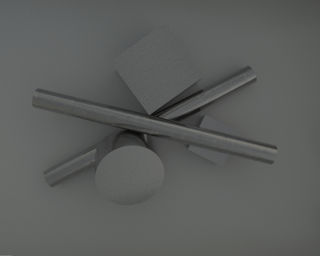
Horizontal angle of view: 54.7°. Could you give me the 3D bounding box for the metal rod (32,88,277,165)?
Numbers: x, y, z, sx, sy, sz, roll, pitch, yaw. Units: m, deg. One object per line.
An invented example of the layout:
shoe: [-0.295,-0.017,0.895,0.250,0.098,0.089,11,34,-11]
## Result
metal rod: [-0.006,-0.002,0.385,0.302,0.025,0.025,14,90,-1]

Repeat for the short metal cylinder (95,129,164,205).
short metal cylinder: [-0.039,0.047,0.383,0.081,0.050,0.079,-5,112,-11]

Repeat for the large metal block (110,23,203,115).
large metal block: [-0.004,-0.071,0.397,0.080,0.050,0.080,-36,90,0]

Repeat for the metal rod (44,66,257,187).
metal rod: [-0.012,-0.002,0.409,0.301,0.025,0.025,-27,90,-1]

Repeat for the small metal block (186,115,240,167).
small metal block: [0.069,0.016,0.409,0.050,0.025,0.050,27,90,-1]
